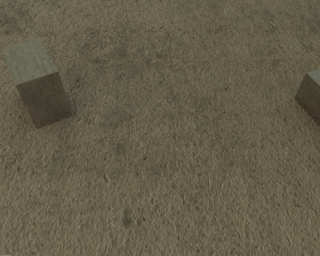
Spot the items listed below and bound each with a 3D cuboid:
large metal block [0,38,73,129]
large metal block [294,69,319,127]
[{"bbox_3d":[-0.164,-0.059,0.416,0.050,0.080,0.080,-24,54,-19],"label":"large metal block"},{"bbox_3d":[0.250,-0.041,0.423,0.081,0.050,0.080,-16,52,-13],"label":"large metal block"}]
